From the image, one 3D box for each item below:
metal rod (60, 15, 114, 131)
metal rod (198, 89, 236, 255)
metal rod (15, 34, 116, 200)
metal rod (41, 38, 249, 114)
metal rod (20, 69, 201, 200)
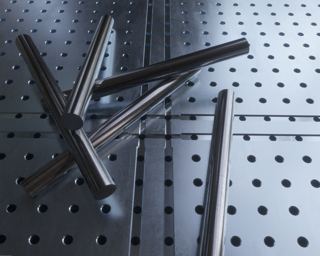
[{"bbox_3d":[-0.098,-0.102,0.457,0.025,0.025,0.300,0,40,0],"label":"metal rod"},{"bbox_3d":[0.066,0.065,0.353,0.025,0.025,0.300,9,50,7],"label":"metal rod"},{"bbox_3d":[-0.133,-0.034,0.399,0.025,0.025,0.300,-25,55,-20],"label":"metal rod"},{"bbox_3d":[-0.018,-0.076,0.444,0.302,0.025,0.025,-17,52,-4],"label":"metal rod"},{"bbox_3d":[-0.047,-0.013,0.418,0.025,0.025,0.302,35,58,25],"label":"metal rod"}]
